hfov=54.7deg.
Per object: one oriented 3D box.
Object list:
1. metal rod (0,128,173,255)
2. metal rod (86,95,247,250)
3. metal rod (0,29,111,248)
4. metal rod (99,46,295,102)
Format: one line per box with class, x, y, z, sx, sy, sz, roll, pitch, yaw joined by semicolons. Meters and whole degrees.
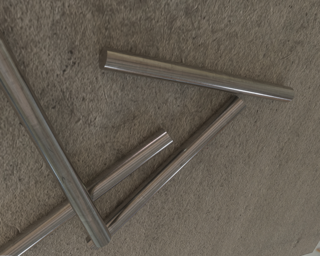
metal rod;-0.110;0.099;0.407;0.301;0.025;0.025;-37;129;-4
metal rod;0.008;0.066;0.451;0.300;0.025;0.025;-44;129;2
metal rod;-0.117;0.027;0.339;0.025;0.025;0.298;-26;121;-13
metal rod;0.069;-0.063;0.405;0.302;0.025;0.025;5;116;-31
